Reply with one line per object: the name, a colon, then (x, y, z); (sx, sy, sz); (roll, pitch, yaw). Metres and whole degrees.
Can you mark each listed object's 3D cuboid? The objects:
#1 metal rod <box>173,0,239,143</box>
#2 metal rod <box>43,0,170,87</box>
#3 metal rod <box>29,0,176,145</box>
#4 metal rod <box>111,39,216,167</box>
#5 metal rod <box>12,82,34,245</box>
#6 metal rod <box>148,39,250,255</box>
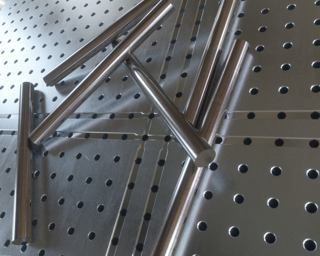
metal rod: (0.077, -0.114, 0.438); (0.025, 0.025, 0.300); (7, 65, 31)
metal rod: (-0.084, -0.156, 0.517); (0.300, 0.025, 0.025); (-29, 51, 21)
metal rod: (-0.094, -0.081, 0.476); (0.300, 0.025, 0.025); (-42, 50, 11)
metal rod: (-0.013, -0.055, 0.428); (0.025, 0.025, 0.300); (-38, 44, 3)
metal rod: (-0.218, 0.036, 0.502); (0.025, 0.025, 0.300); (-26, 52, 12)
metal rod: (0.052, 0.018, 0.370); (0.025, 0.025, 0.300); (11, 67, 33)
